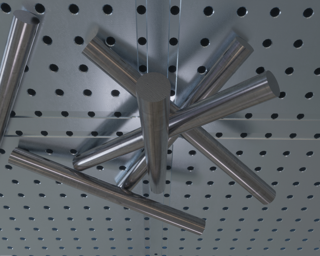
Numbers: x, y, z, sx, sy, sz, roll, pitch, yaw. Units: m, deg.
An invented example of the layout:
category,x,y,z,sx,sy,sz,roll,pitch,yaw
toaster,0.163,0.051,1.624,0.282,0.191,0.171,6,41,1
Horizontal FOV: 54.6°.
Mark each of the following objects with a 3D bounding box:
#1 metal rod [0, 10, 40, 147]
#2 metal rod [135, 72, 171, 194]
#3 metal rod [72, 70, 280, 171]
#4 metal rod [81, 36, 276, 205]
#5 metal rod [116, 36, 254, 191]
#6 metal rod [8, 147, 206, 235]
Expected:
category,x,y,z,sx,sy,sz,roll,pitch,yaw
metal rod,-0.208,-0.013,0.398,0.025,0.025,0.298,23,126,-19
metal rod,-0.004,0.032,0.356,0.025,0.025,0.299,0,156,0
metal rod,-0.009,0.006,0.363,0.299,0.025,0.025,-23,129,38
metal rod,0.035,0.001,0.377,0.301,0.025,0.025,39,120,-16
metal rod,0.014,0.006,0.416,0.025,0.025,0.298,25,126,-20
metal rod,-0.073,0.097,0.462,0.301,0.025,0.025,23,127,-7
